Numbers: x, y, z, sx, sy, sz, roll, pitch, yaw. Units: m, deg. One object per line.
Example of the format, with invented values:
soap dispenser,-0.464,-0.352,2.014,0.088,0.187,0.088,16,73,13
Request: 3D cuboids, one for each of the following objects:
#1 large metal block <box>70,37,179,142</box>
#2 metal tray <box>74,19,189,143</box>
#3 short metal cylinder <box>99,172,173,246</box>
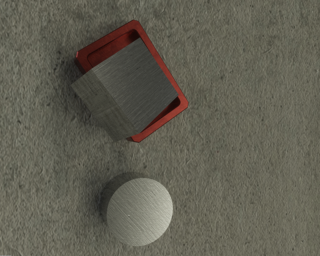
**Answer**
large metal block,-0.038,-0.043,0.353,0.080,0.050,0.080,55,50,-14
metal tray,-0.034,-0.058,0.394,0.090,0.030,0.130,-36,102,-17
short metal cylinder,-0.031,0.098,0.385,0.081,0.050,0.079,0,90,-21
